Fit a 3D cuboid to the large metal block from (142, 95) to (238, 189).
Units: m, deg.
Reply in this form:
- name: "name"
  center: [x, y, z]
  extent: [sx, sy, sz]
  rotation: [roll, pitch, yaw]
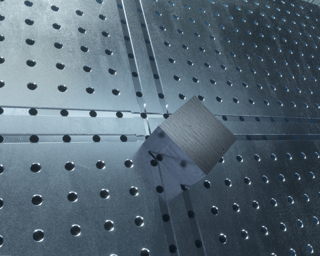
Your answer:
- name: "large metal block"
  center: [0.039, 0.017, 0.402]
  extent: [0.080, 0.050, 0.080]
  rotation: [46, 51, 4]
